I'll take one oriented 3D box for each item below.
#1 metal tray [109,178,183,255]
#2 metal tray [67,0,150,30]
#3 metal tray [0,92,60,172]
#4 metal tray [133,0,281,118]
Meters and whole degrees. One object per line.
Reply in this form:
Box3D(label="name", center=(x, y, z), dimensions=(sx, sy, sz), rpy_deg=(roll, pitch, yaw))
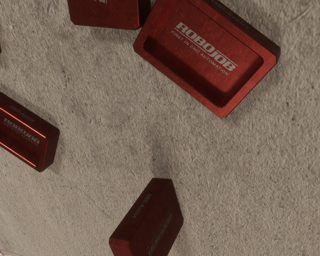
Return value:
Box3D(label="metal tray", center=(-0.012, 0.143, 0.432), dimensions=(0.030, 0.131, 0.089), rpy_deg=(-2, 118, 29))
Box3D(label="metal tray", center=(-0.059, -0.175, 0.325), dimensions=(0.090, 0.030, 0.129), rpy_deg=(12, 124, 21))
Box3D(label="metal tray", center=(-0.240, 0.008, 0.531), dimensions=(0.130, 0.030, 0.089), rpy_deg=(32, 128, 7))
Box3D(label="metal tray", center=(0.045, -0.083, 0.327), dimensions=(0.130, 0.030, 0.089), rpy_deg=(38, 129, 2))
